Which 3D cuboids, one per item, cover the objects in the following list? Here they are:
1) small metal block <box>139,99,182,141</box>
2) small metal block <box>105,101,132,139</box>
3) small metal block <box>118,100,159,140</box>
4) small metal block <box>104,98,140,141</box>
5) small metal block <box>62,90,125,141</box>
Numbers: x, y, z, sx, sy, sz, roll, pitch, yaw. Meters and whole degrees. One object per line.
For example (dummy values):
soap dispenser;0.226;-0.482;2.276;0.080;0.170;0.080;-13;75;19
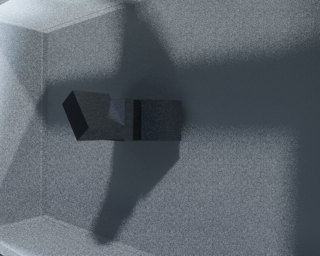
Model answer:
small metal block;-0.001;-0.009;0.386;0.025;0.050;0.050;-178;88;-74
small metal block;-0.057;-0.011;0.432;0.025;0.050;0.050;1;91;7
small metal block;-0.028;-0.010;0.411;0.025;0.050;0.050;1;91;40
small metal block;-0.052;-0.010;0.381;0.050;0.025;0.050;1;90;40
small metal block;-0.075;-0.014;0.352;0.025;0.050;0.050;-43;64;32
